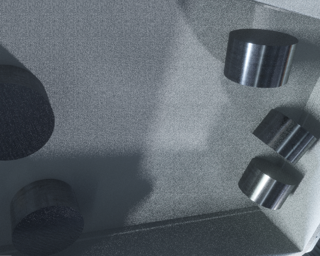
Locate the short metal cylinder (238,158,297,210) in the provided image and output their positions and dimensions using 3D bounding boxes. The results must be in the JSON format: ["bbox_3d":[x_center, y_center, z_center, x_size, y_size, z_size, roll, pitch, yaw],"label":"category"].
[{"bbox_3d":[0.182,0.094,0.530,0.081,0.080,0.050,11,113,-33],"label":"short metal cylinder"}]

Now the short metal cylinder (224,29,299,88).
[{"bbox_3d":[0.123,-0.089,0.385,0.081,0.080,0.050,-12,123,-22],"label":"short metal cylinder"}]

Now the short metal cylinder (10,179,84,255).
[{"bbox_3d":[-0.140,0.111,0.384,0.081,0.050,0.079,-14,124,-21],"label":"short metal cylinder"}]

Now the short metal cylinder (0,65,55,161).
[{"bbox_3d":[-0.149,-0.015,0.302,0.081,0.050,0.079,-14,124,-21],"label":"short metal cylinder"}]

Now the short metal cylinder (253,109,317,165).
[{"bbox_3d":[0.194,0.013,0.487,0.080,0.080,0.050,29,103,-38],"label":"short metal cylinder"}]
